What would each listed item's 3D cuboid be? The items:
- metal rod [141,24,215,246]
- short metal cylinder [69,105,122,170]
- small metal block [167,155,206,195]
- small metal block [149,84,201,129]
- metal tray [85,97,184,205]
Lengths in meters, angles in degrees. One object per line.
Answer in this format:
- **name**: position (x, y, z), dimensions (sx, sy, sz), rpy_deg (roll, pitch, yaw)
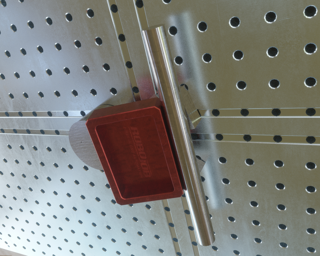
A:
- **metal rod**: position (0.029, 0.027, 0.379), dimensions (0.025, 0.025, 0.298), rpy_deg (-1, 118, 28)
- **short metal cylinder**: position (-0.082, 0.013, 0.443), dimensions (0.080, 0.050, 0.079), rpy_deg (13, 124, 20)
- **small metal block**: position (0.027, 0.057, 0.430), dimensions (0.050, 0.025, 0.050), rpy_deg (34, 129, 5)
- **small metal block**: position (0.016, -0.021, 0.389), dimensions (0.050, 0.025, 0.050), rpy_deg (-16, 110, 34)
- **metal tray**: position (-0.027, 0.033, 0.390), dimensions (0.090, 0.030, 0.129), rpy_deg (-11, 115, 11)
